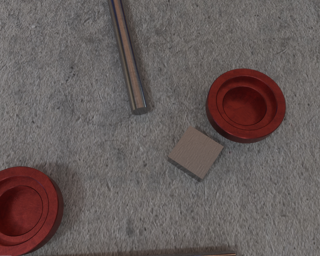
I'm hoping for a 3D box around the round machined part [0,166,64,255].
[{"bbox_3d":[-0.162,0.097,0.362,0.099,0.042,0.098,0,70,0],"label":"round machined part"}]

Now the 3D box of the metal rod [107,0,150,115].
[{"bbox_3d":[-0.059,-0.159,0.465,0.025,0.025,0.299,-12,70,-5],"label":"metal rod"}]

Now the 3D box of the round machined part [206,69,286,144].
[{"bbox_3d":[0.109,-0.026,0.409,0.099,0.042,0.098,0,70,0],"label":"round machined part"}]

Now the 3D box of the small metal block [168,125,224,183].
[{"bbox_3d":[0.045,0.033,0.396,0.050,0.025,0.050,33,73,11],"label":"small metal block"}]

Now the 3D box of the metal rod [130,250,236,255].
[{"bbox_3d":[-0.066,0.159,0.349,0.302,0.025,0.025,-3,70,-1],"label":"metal rod"}]
